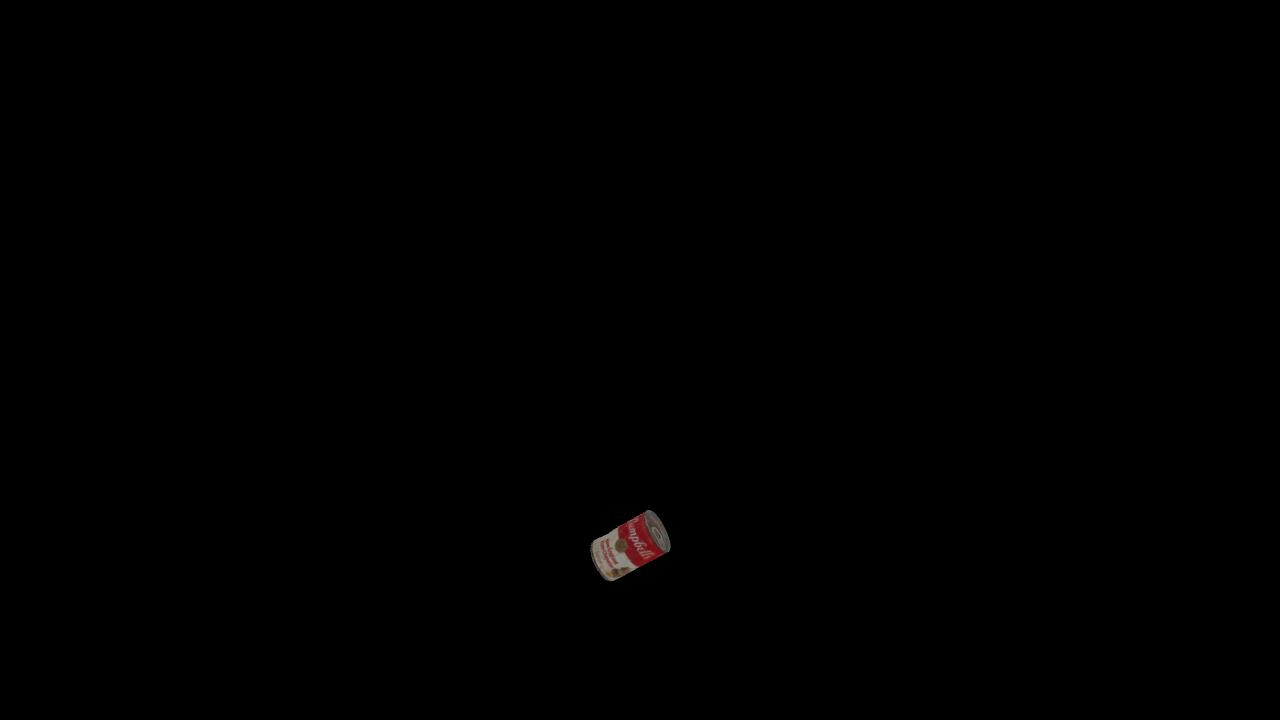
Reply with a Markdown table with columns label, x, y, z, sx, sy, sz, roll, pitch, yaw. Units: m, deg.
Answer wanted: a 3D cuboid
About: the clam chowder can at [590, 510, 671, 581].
| label | x | y | z | sx | sy | sz | roll | pitch | yaw |
| --- | --- | --- | --- | --- | --- | --- | --- | --- | --- |
| clam chowder can | -0.015 | 0.277 | 0.918 | 0.102 | 0.068 | 0.068 | -32 | -8 | 13 |
